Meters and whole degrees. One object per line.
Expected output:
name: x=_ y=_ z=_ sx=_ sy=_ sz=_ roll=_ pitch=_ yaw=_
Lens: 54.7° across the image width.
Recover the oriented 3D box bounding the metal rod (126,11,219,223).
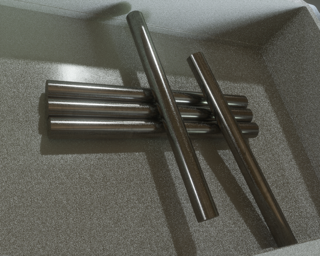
metal rod: x=0.008 y=-0.031 z=0.396 sx=0.025 sy=0.025 sz=0.299 roll=-5 pitch=64 yaw=-31

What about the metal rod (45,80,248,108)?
metal rod: x=0.001 y=-0.042 z=0.432 sx=0.303 sy=0.025 sz=0.025 roll=1 pitch=62 yaw=-28

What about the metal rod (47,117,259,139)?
metal rod: x=0.012 y=0.002 z=0.411 sx=0.303 sy=0.025 sz=0.025 roll=1 pitch=62 yaw=-28

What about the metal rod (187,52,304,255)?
metal rod: x=0.110 y=0.031 z=0.421 sx=0.025 sy=0.025 sz=0.299 roll=-17 pitch=78 yaw=-35

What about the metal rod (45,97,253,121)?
metal rod: x=0.006 y=-0.020 z=0.421 sx=0.303 sy=0.025 sz=0.025 roll=1 pitch=62 yaw=-28
